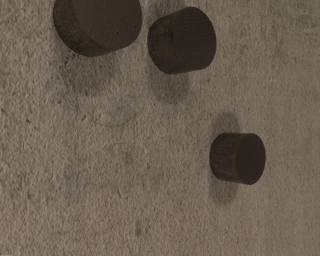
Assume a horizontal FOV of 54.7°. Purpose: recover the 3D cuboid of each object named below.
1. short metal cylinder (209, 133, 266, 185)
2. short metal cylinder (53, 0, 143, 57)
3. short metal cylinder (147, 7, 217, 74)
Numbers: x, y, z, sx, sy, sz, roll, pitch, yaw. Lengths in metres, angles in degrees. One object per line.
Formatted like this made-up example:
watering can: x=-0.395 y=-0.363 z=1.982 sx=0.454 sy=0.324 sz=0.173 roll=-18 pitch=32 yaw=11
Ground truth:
short metal cylinder: x=0.125 y=0.048 z=0.496 sx=0.081 sy=0.050 sz=0.079 roll=0 pitch=90 yaw=-40
short metal cylinder: x=-0.066 y=-0.121 z=0.334 sx=0.081 sy=0.050 sz=0.079 roll=0 pitch=90 yaw=-40
short metal cylinder: x=0.030 y=-0.115 z=0.416 sx=0.081 sy=0.050 sz=0.079 roll=0 pitch=90 yaw=-40
